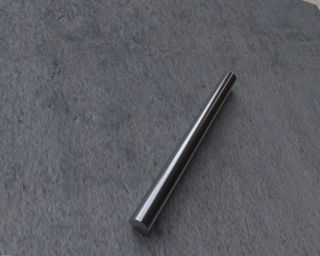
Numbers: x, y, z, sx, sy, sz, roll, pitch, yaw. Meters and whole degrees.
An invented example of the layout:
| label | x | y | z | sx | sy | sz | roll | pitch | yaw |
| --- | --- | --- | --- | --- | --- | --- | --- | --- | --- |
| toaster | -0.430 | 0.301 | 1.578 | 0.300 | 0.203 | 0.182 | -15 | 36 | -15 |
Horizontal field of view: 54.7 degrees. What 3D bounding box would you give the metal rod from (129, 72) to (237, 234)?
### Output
| label | x | y | z | sx | sy | sz | roll | pitch | yaw |
| --- | --- | --- | --- | --- | --- | --- | --- | --- | --- |
| metal rod | 0.047 | 0.011 | 0.424 | 0.025 | 0.025 | 0.301 | 39 | 51 | -3 |
